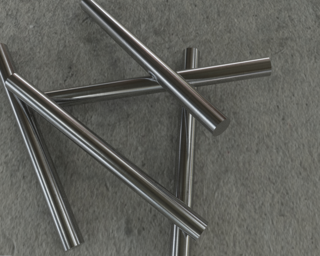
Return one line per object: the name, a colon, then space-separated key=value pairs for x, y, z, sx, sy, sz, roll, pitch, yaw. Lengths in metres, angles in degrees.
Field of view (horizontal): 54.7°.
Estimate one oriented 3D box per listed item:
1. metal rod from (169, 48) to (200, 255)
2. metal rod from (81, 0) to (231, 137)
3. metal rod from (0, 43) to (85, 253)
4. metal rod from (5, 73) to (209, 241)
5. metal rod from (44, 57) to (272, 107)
metal rod: x=0.033 y=0.031 z=0.397 sx=0.025 sy=0.025 sz=0.299 roll=5 pitch=70 yaw=1
metal rod: x=-0.023 y=-0.096 z=0.403 sx=0.025 sy=0.025 sz=0.300 roll=-36 pitch=59 yaw=-12
metal rod: x=-0.166 y=0.012 z=0.401 sx=0.025 sy=0.025 sz=0.299 roll=-25 pitch=72 yaw=-9
metal rod: x=-0.072 y=0.026 z=0.371 sx=0.300 sy=0.025 sz=0.025 roll=36 pitch=74 yaw=12
metal rod: x=-0.010 y=-0.058 z=0.408 sx=0.302 sy=0.025 sz=0.025 roll=-8 pitch=70 yaw=4
